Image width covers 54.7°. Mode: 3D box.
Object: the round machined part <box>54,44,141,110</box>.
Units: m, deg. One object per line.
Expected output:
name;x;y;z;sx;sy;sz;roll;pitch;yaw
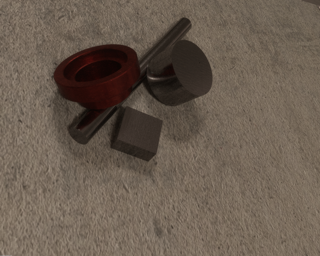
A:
round machined part;-0.071;-0.059;0.371;0.099;0.042;0.098;-7;40;6

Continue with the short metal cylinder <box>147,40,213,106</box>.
short metal cylinder;0.028;-0.076;0.436;0.081;0.050;0.080;16;66;-39

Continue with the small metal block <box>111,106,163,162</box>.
small metal block;-0.028;0.007;0.386;0.050;0.025;0.050;22;53;-16

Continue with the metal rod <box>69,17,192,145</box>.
metal rod;-0.024;-0.085;0.444;0.025;0.025;0.301;38;51;-3
